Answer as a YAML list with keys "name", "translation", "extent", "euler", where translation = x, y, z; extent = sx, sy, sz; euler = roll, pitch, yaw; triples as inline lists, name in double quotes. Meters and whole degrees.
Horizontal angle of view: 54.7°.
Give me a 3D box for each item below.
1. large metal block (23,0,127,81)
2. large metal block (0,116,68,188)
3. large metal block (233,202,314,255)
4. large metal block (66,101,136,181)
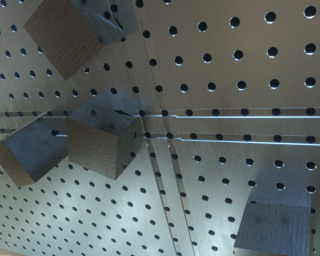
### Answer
- name: "large metal block"
  translation: [-0.103, -0.117, 0.375]
  extent: [0.080, 0.050, 0.080]
  euler: [-28, 103, 37]
- name: "large metal block"
  translation: [-0.213, 0.038, 0.509]
  extent: [0.050, 0.080, 0.080]
  euler: [-18, 109, 35]
- name: "large metal block"
  translation: [0.145, 0.142, 0.387]
  extent: [0.080, 0.080, 0.050]
  euler: [-2, 117, 29]
- name: "large metal block"
  translation: [-0.085, 0.018, 0.449]
  extent: [0.080, 0.050, 0.079]
  euler: [20, 126, 16]
